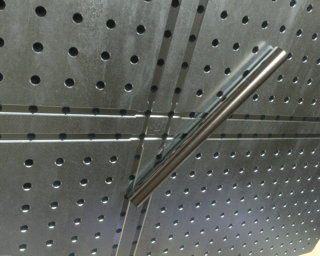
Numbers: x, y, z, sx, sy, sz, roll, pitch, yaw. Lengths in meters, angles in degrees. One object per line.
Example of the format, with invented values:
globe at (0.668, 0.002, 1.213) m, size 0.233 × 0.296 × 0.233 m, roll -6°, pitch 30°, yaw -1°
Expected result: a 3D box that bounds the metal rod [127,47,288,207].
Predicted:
metal rod at (0.066, 0.000, 0.446) m, size 0.300 × 0.025 × 0.025 m, roll -45°, pitch 129°, yaw 3°
